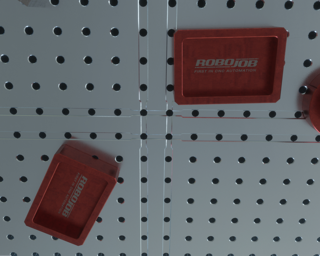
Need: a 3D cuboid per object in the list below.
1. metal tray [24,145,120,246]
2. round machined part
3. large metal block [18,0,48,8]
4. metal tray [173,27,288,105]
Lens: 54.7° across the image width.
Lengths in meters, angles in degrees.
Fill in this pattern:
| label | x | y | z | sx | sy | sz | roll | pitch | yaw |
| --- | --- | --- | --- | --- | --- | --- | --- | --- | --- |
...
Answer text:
| label | x | y | z | sx | sy | sz | roll | pitch | yaw |
| --- | --- | --- | --- | --- | --- | --- | --- | --- | --- |
| metal tray | -0.127 | 0.099 | 0.445 | 0.090 | 0.030 | 0.129 | 26 | 108 | -10 |
| round machined part | 0.241 | -0.029 | 0.396 | 0.099 | 0.042 | 0.097 | 0 | 110 | 0 |
| large metal block | -0.149 | -0.188 | 0.329 | 0.080 | 0.050 | 0.080 | 33 | 107 | -12 |
| metal tray | 0.082 | -0.077 | 0.383 | 0.131 | 0.030 | 0.089 | -1 | 110 | 0 |
